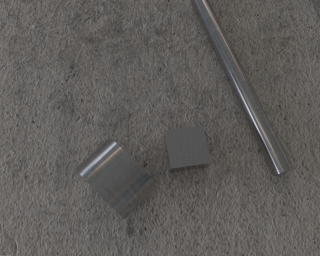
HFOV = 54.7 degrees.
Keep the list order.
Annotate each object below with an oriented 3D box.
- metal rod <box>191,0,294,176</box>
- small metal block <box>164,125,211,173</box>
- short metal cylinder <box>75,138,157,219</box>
[{"bbox_3d":[0.106,-0.077,0.436,0.025,0.025,0.299,-18,71,-7],"label":"metal rod"},{"bbox_3d":[0.034,0.027,0.398,0.050,0.025,0.050,-8,70,-3],"label":"small metal block"},{"bbox_3d":[-0.050,0.058,0.357,0.080,0.080,0.050,42,75,13],"label":"short metal cylinder"}]
